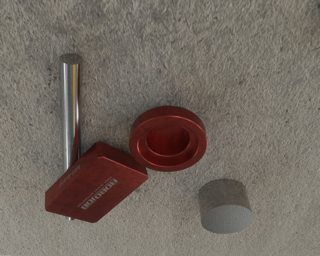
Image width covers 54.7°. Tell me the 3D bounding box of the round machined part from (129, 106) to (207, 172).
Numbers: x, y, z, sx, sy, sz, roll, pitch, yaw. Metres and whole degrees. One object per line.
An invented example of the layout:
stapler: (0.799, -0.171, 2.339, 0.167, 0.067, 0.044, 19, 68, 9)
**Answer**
round machined part: (0.010, 0.010, 0.404, 0.099, 0.042, 0.097, 0, 130, 0)

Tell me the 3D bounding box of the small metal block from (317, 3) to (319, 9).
small metal block: (0.195, -0.128, 0.301, 0.050, 0.025, 0.050, 17, 128, -14)

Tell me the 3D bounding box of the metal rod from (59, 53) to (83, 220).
metal rod: (-0.124, 0.036, 0.436, 0.025, 0.025, 0.298, 8, 130, -7)

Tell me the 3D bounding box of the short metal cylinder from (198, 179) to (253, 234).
short metal cylinder: (0.104, 0.127, 0.500, 0.081, 0.050, 0.079, 0, 130, 0)

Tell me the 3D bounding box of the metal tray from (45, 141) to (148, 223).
metal tray: (-0.093, 0.084, 0.452, 0.130, 0.030, 0.090, -42, 131, 21)
